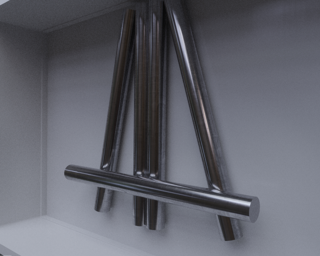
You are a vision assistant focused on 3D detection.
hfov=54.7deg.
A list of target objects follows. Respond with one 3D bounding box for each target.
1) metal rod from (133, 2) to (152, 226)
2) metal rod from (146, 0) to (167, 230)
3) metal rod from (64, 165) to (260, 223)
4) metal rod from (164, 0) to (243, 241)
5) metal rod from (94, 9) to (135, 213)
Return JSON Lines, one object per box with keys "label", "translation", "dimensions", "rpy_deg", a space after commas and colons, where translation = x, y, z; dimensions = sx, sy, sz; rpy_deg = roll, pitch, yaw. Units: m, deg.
{"label": "metal rod", "translation": [-0.023, -0.018, 0.425], "dimensions": [0.025, 0.025, 0.298], "rpy_deg": [1, 91, 40]}
{"label": "metal rod", "translation": [-0.004, -0.018, 0.409], "dimensions": [0.025, 0.025, 0.298], "rpy_deg": [1, 91, 40]}
{"label": "metal rod", "translation": [-0.025, 0.074, 0.392], "dimensions": [0.300, 0.025, 0.025], "rpy_deg": [2, 91, 40]}
{"label": "metal rod", "translation": [0.048, -0.023, 0.366], "dimensions": [0.025, 0.025, 0.299], "rpy_deg": [-20, 77, 38]}
{"label": "metal rod", "translation": [-0.065, -0.020, 0.460], "dimensions": [0.025, 0.025, 0.298], "rpy_deg": [16, 100, 39]}
